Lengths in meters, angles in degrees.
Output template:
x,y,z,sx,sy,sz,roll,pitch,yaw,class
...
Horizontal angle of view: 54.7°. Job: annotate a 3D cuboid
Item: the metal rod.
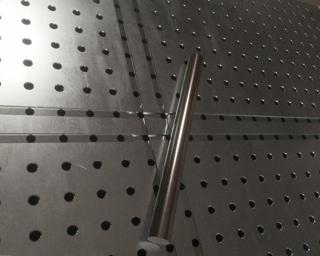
x,y,z,sx,sy,sz,roll,pitch,yaw,class
0.029,0.004,0.422,0.025,0.025,0.300,25,53,-14,metal rod
